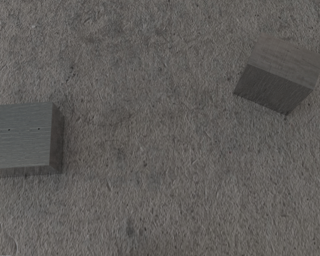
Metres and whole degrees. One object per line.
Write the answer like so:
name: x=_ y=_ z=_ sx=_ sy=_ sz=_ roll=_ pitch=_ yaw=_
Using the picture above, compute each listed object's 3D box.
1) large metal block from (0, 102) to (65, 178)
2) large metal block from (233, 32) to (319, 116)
large metal block: x=-0.169 y=0.016 z=0.388 sx=0.081 sy=0.050 sz=0.080 roll=-4 pitch=70 yaw=-2
large metal block: x=0.150 y=-0.067 z=0.404 sx=0.080 sy=0.080 sz=0.050 roll=24 pitch=72 yaw=8
